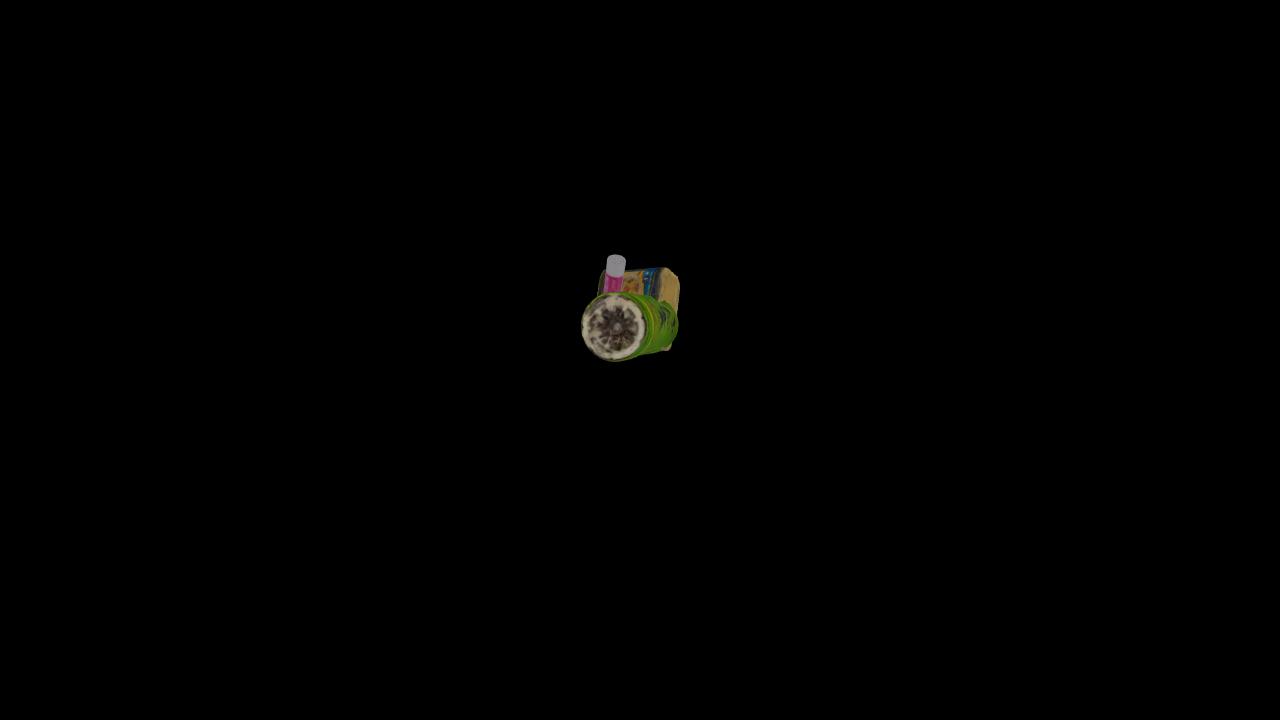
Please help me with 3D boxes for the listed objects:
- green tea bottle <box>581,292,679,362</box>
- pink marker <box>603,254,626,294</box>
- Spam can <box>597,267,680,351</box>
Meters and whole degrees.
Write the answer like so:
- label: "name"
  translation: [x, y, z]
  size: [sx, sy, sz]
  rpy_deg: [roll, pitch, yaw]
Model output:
- label: "green tea bottle"
  translation: [0.001, -0.040, 0.689]
  size: [0.073, 0.073, 0.212]
  rpy_deg: [0, 6, 15]
- label: "pink marker"
  translation: [-0.031, -0.053, 0.638]
  size: [0.020, 0.121, 0.020]
  rpy_deg: [6, 41, -5]
- label: "Spam can"
  translation: [-0.004, -0.060, 0.739]
  size: [0.085, 0.101, 0.058]
  rpy_deg: [0, -17, 30]
